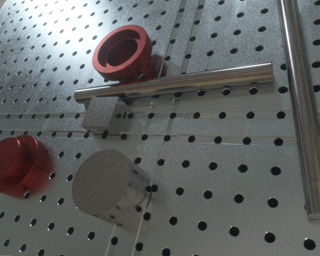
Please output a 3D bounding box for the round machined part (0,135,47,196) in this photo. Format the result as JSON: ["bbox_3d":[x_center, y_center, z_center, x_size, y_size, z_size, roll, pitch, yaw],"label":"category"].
[{"bbox_3d":[-0.232,0.053,0.487,0.098,0.042,0.098,-13,56,21],"label":"round machined part"}]

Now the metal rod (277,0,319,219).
[{"bbox_3d":[0.161,-0.050,0.354,0.025,0.025,0.299,-8,58,24],"label":"metal rod"}]

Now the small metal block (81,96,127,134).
[{"bbox_3d":[-0.083,-0.019,0.464,0.050,0.025,0.050,1,62,28],"label":"small metal block"}]

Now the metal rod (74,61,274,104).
[{"bbox_3d":[0.002,-0.060,0.444,0.300,0.025,0.025,-4,60,26],"label":"metal rod"}]

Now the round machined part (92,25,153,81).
[{"bbox_3d":[-0.056,-0.114,0.497,0.098,0.042,0.098,-13,56,21],"label":"round machined part"}]

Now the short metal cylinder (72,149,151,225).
[{"bbox_3d":[-0.059,0.072,0.379,0.080,0.050,0.080,-13,56,21],"label":"short metal cylinder"}]
